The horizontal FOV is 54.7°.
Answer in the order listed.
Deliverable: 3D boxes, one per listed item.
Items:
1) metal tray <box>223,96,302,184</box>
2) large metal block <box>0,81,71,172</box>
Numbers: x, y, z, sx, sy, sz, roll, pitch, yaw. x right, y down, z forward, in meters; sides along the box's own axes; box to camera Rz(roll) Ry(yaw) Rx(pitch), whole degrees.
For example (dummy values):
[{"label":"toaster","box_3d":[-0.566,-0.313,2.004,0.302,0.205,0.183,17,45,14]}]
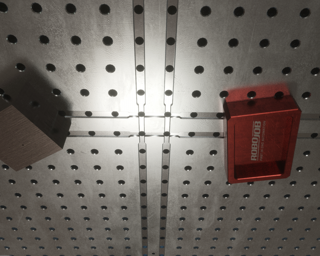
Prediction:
[{"label":"metal tray","box_3d":[0.136,0.021,0.428,0.090,0.030,0.129,-7,130,5]},{"label":"large metal block","box_3d":[-0.176,0.000,0.393,0.080,0.050,0.080,-25,126,19]}]
